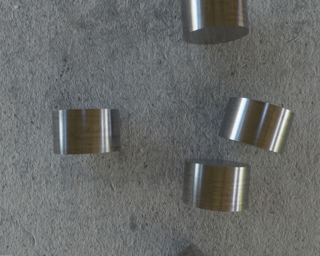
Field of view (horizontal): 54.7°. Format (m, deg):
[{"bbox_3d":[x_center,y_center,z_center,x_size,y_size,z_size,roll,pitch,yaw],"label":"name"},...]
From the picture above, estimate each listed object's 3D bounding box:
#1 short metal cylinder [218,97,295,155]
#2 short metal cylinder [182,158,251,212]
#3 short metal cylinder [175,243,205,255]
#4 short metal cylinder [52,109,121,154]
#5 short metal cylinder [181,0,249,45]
[{"bbox_3d":[0.118,-0.003,0.383,0.080,0.080,0.050,16,90,0],"label":"short metal cylinder"},{"bbox_3d":[0.069,0.067,0.383,0.080,0.080,0.050,4,90,0],"label":"short metal cylinder"},{"bbox_3d":[0.044,0.193,0.383,0.050,0.080,0.080,-37,90,0],"label":"short metal cylinder"},{"bbox_3d":[-0.090,0.004,0.382,0.081,0.080,0.050,-2,90,0],"label":"short metal cylinder"},{"bbox_3d":[0.067,-0.139,0.383,0.080,0.080,0.050,-4,90,0],"label":"short metal cylinder"}]
